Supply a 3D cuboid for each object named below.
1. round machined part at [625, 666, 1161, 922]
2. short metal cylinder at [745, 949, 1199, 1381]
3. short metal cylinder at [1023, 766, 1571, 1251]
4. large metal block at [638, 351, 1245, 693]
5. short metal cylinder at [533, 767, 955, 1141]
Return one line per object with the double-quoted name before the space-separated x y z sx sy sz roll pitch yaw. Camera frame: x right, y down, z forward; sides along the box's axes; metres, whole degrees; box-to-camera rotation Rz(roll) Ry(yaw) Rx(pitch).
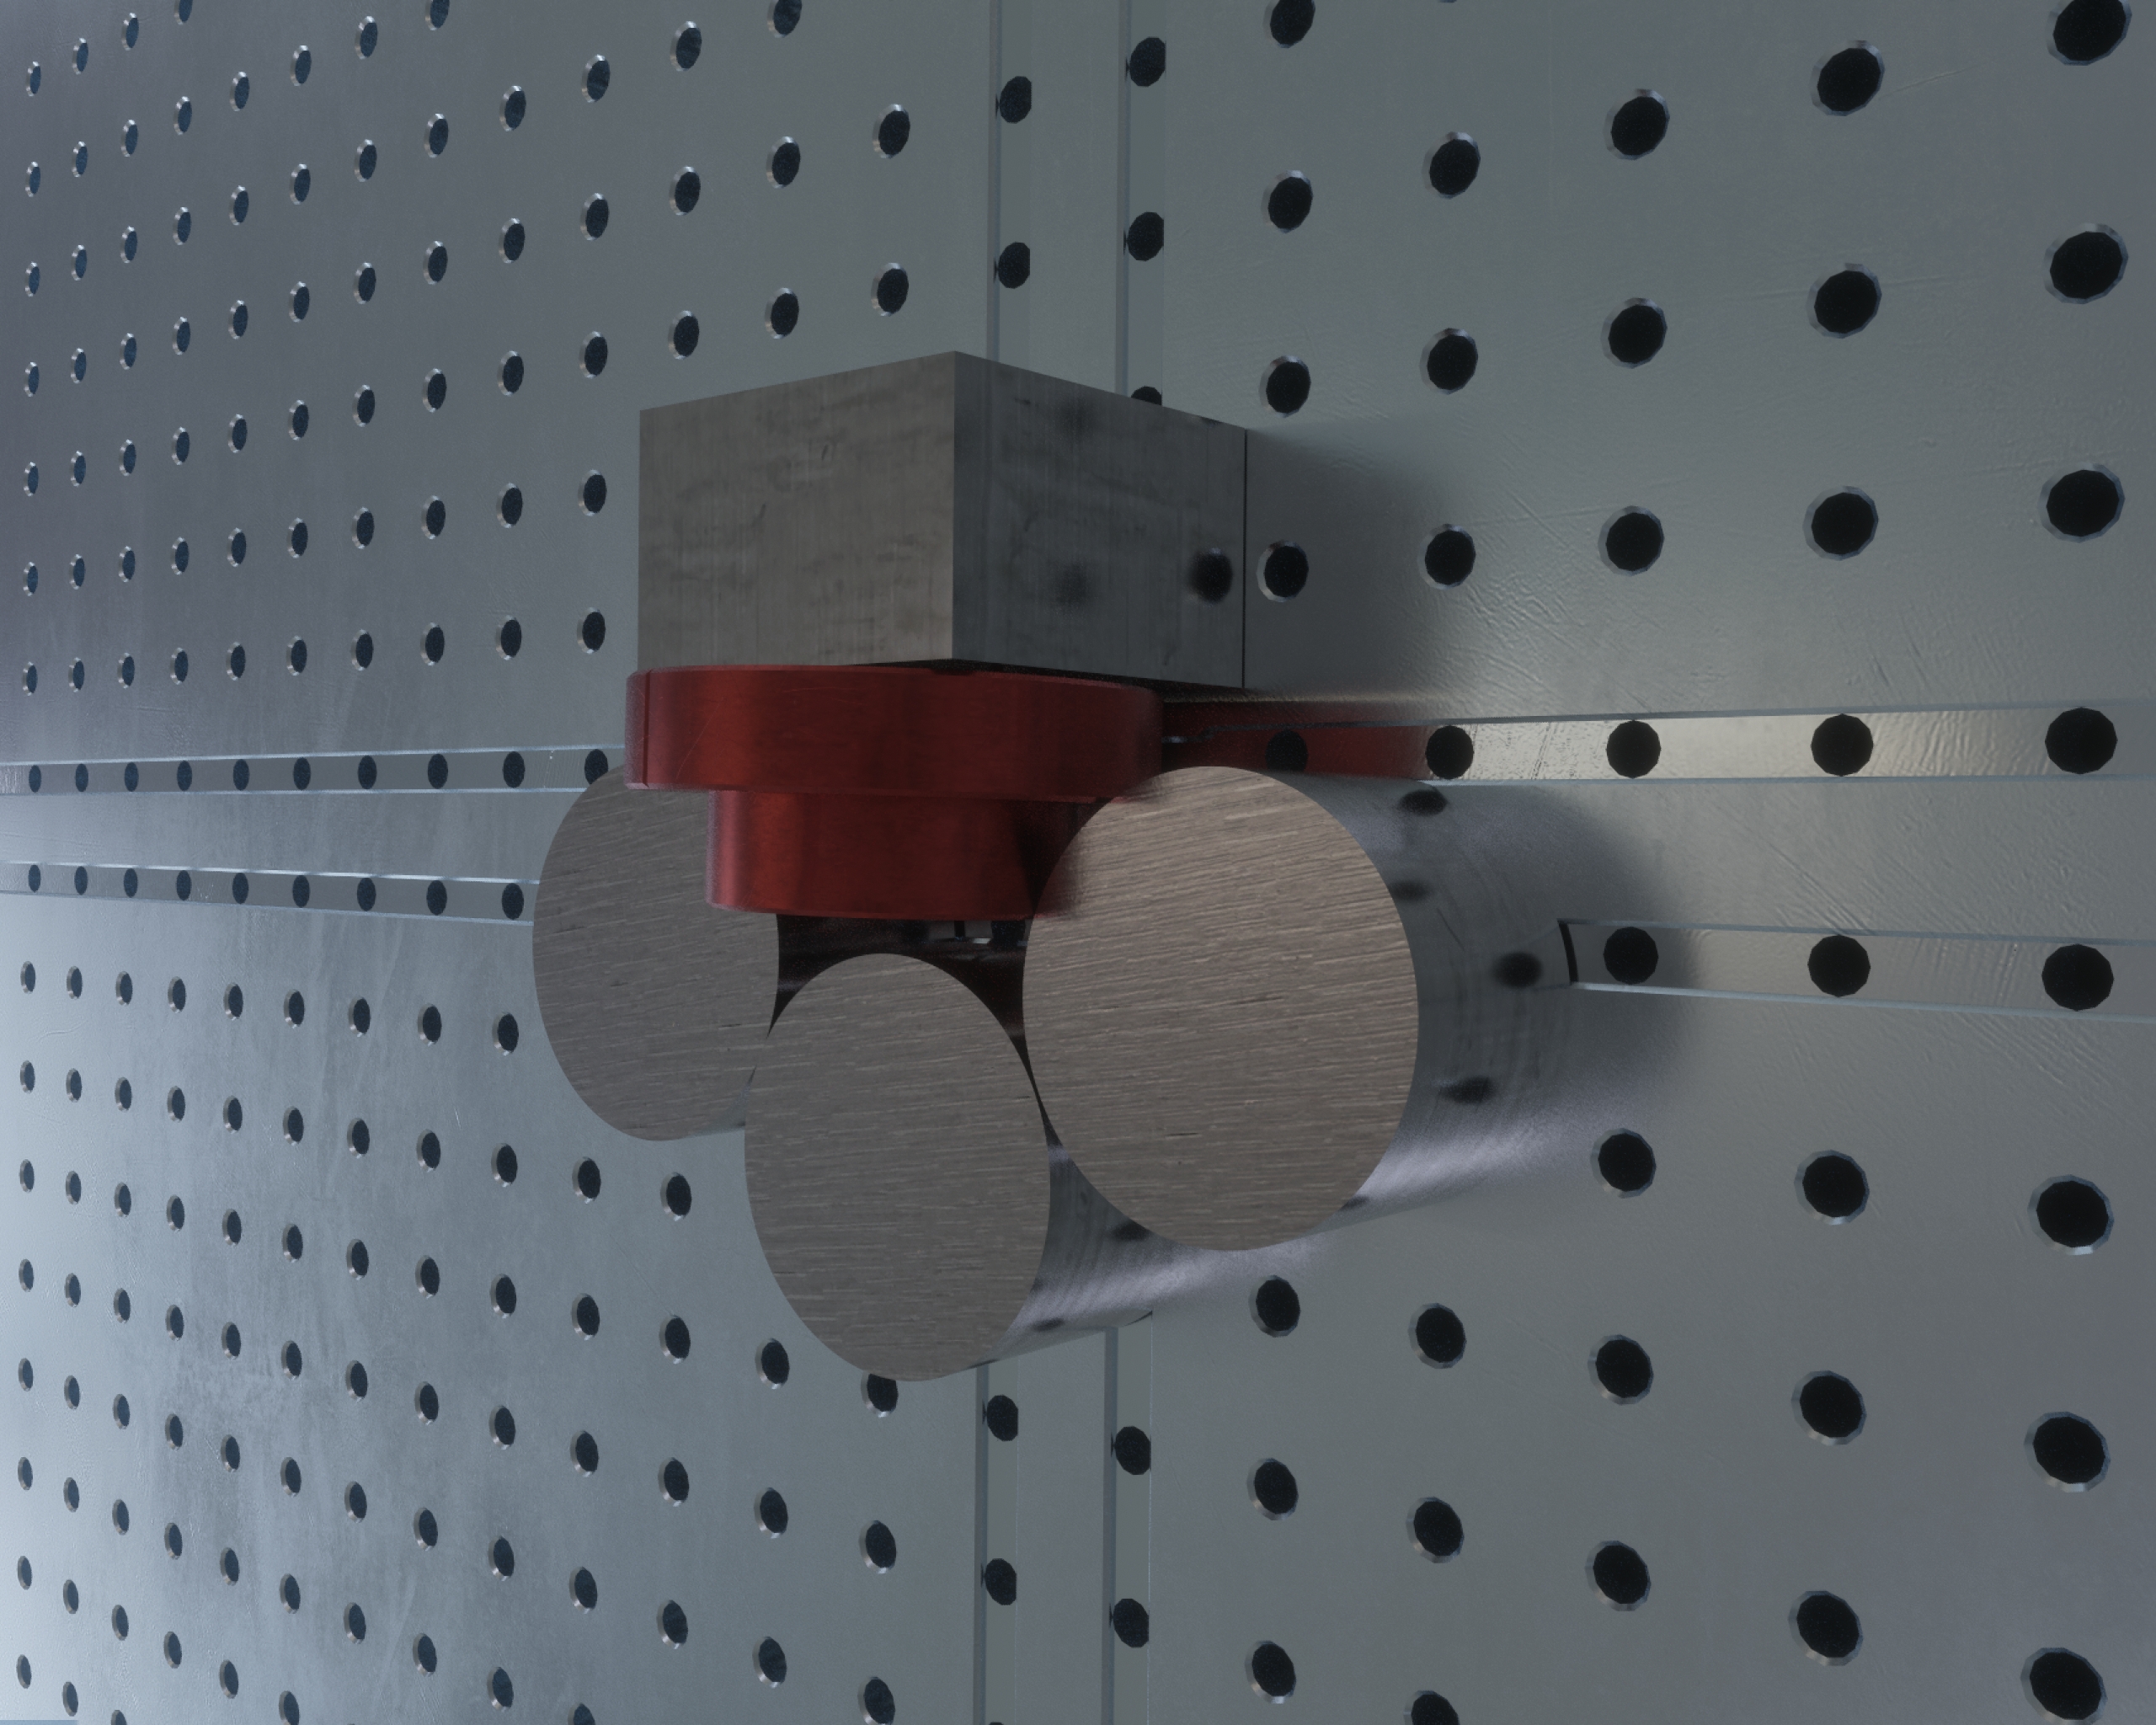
"round machined part" -0.034 -0.012 0.388 0.098 0.099 0.042 3 91 40
"short metal cylinder" -0.019 0.057 0.410 0.080 0.050 0.079 0 90 40
"short metal cylinder" 0.037 0.024 0.363 0.080 0.050 0.079 0 90 40
"large metal block" -0.025 -0.059 0.394 0.080 0.081 0.050 1 91 40
"short metal cylinder" -0.073 0.018 0.454 0.080 0.050 0.079 0 90 40
